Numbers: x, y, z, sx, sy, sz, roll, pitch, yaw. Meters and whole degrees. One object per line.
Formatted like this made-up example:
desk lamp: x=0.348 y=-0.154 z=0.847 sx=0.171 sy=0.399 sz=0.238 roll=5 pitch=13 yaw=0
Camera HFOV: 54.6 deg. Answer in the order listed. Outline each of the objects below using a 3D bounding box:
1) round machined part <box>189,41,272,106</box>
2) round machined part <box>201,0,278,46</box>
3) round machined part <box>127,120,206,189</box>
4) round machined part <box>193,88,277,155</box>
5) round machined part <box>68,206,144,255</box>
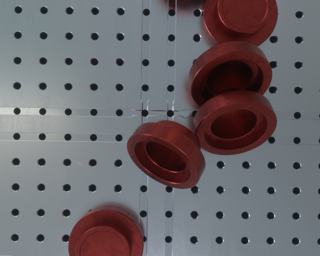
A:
round machined part: x=0.084 y=-0.067 z=0.388 sx=0.099 sy=0.098 sz=0.042 roll=-7 pitch=49 yaw=0
round machined part: x=0.106 y=-0.151 z=0.405 sx=0.099 sy=0.042 sz=0.097 roll=0 pitch=90 yaw=0
round machined part: x=0.012 y=0.029 z=0.386 sx=0.098 sy=0.098 sz=0.042 roll=35 pitch=55 yaw=0
round machined part: x=0.090 y=-0.012 z=0.388 sx=0.099 sy=0.098 sz=0.042 roll=-6 pitch=49 yaw=0
round machined part: x=-0.071 y=0.155 z=0.405 sx=0.099 sy=0.042 sz=0.097 roll=0 pitch=90 yaw=0
